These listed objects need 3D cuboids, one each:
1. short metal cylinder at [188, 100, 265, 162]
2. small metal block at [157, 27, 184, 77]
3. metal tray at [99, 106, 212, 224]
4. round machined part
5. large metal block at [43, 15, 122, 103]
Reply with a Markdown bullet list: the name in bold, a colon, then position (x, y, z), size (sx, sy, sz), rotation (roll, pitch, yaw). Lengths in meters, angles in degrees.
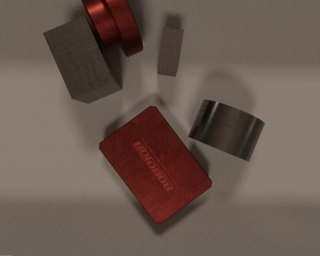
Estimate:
- **short metal cylinder**: position (0.082, 0.003, 0.385), size (0.080, 0.080, 0.050), rotation (23, 90, -1)
- **small metal block**: position (0.013, -0.096, 0.399), size (0.025, 0.050, 0.050), rotation (9, 90, 0)
- **metal tray**: position (-0.006, 0.047, 0.409), size (0.090, 0.030, 0.130), rotation (-37, 90, -1)
- **round machined part**: position (-0.060, -0.130, 0.373), size (0.042, 0.098, 0.098), rotation (-26, 90, -4)
- **large metal block**: position (-0.091, -0.079, 0.383), size (0.050, 0.080, 0.080), rotation (-24, 90, 0)
